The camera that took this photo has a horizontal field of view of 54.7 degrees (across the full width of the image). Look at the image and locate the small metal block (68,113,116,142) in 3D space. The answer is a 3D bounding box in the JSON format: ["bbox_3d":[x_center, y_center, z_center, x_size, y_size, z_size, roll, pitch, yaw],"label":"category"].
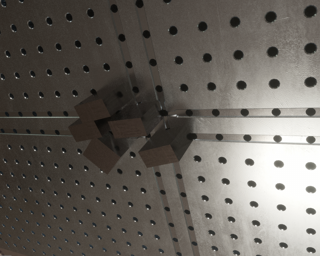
[{"bbox_3d":[-0.091,-0.007,0.437,0.050,0.050,0.025,-11,113,32],"label":"small metal block"}]

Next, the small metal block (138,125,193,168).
[{"bbox_3d":[0.008,0.024,0.404,0.050,0.050,0.025,-16,110,34],"label":"small metal block"}]

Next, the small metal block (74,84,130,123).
[{"bbox_3d":[-0.076,-0.033,0.413,0.050,0.050,0.025,-11,113,32],"label":"small metal block"}]

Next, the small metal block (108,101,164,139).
[{"bbox_3d":[-0.030,-0.011,0.403,0.050,0.050,0.025,-5,116,30],"label":"small metal block"}]

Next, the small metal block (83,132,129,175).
[{"bbox_3d":[-0.084,0.036,0.476,0.050,0.025,0.050,39,129,1],"label":"small metal block"}]
